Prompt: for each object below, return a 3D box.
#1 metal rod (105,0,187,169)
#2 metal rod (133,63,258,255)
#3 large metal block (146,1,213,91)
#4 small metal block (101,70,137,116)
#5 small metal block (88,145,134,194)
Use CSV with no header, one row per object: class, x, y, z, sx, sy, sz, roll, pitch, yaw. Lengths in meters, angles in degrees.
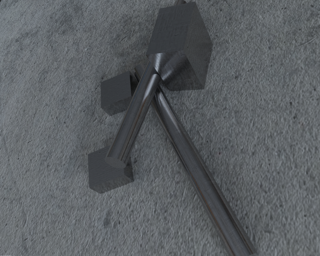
metal rod,-0.008,-0.080,0.427,0.025,0.025,0.300,0,53,28
metal rod,0.026,0.017,0.378,0.025,0.025,0.300,-33,52,7
large metal block,0.030,-0.106,0.417,0.050,0.080,0.080,0,62,28
small metal block,-0.061,-0.052,0.466,0.050,0.025,0.050,-19,54,16
small metal block,-0.065,0.052,0.405,0.050,0.025,0.050,-23,54,14
